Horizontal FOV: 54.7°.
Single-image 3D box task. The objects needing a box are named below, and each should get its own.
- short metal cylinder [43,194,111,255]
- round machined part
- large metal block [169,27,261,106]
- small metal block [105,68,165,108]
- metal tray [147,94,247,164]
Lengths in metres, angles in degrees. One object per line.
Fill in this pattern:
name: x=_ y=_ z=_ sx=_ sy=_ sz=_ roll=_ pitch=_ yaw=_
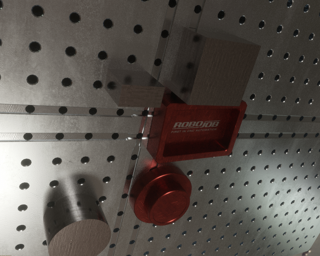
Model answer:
short metal cylinder: x=-0.113 y=0.136 z=0.419 sx=0.081 sy=0.050 sz=0.079 roll=-14 pitch=125 yaw=-21
round machined part: x=0.007 y=0.110 z=0.474 sx=0.099 sy=0.042 sz=0.097 roll=-14 pitch=125 yaw=-21
large metal block: x=0.066 y=-0.075 z=0.387 sx=0.081 sy=0.050 sz=0.079 roll=-1 pitch=119 yaw=-29
small metal block: x=-0.030 y=-0.046 z=0.352 sx=0.050 sy=0.050 sz=0.025 roll=-1 pitch=119 yaw=-29
metal tray: x=0.053 y=-0.001 z=0.438 sx=0.131 sy=0.030 sz=0.089 roll=-3 pitch=120 yaw=-27
